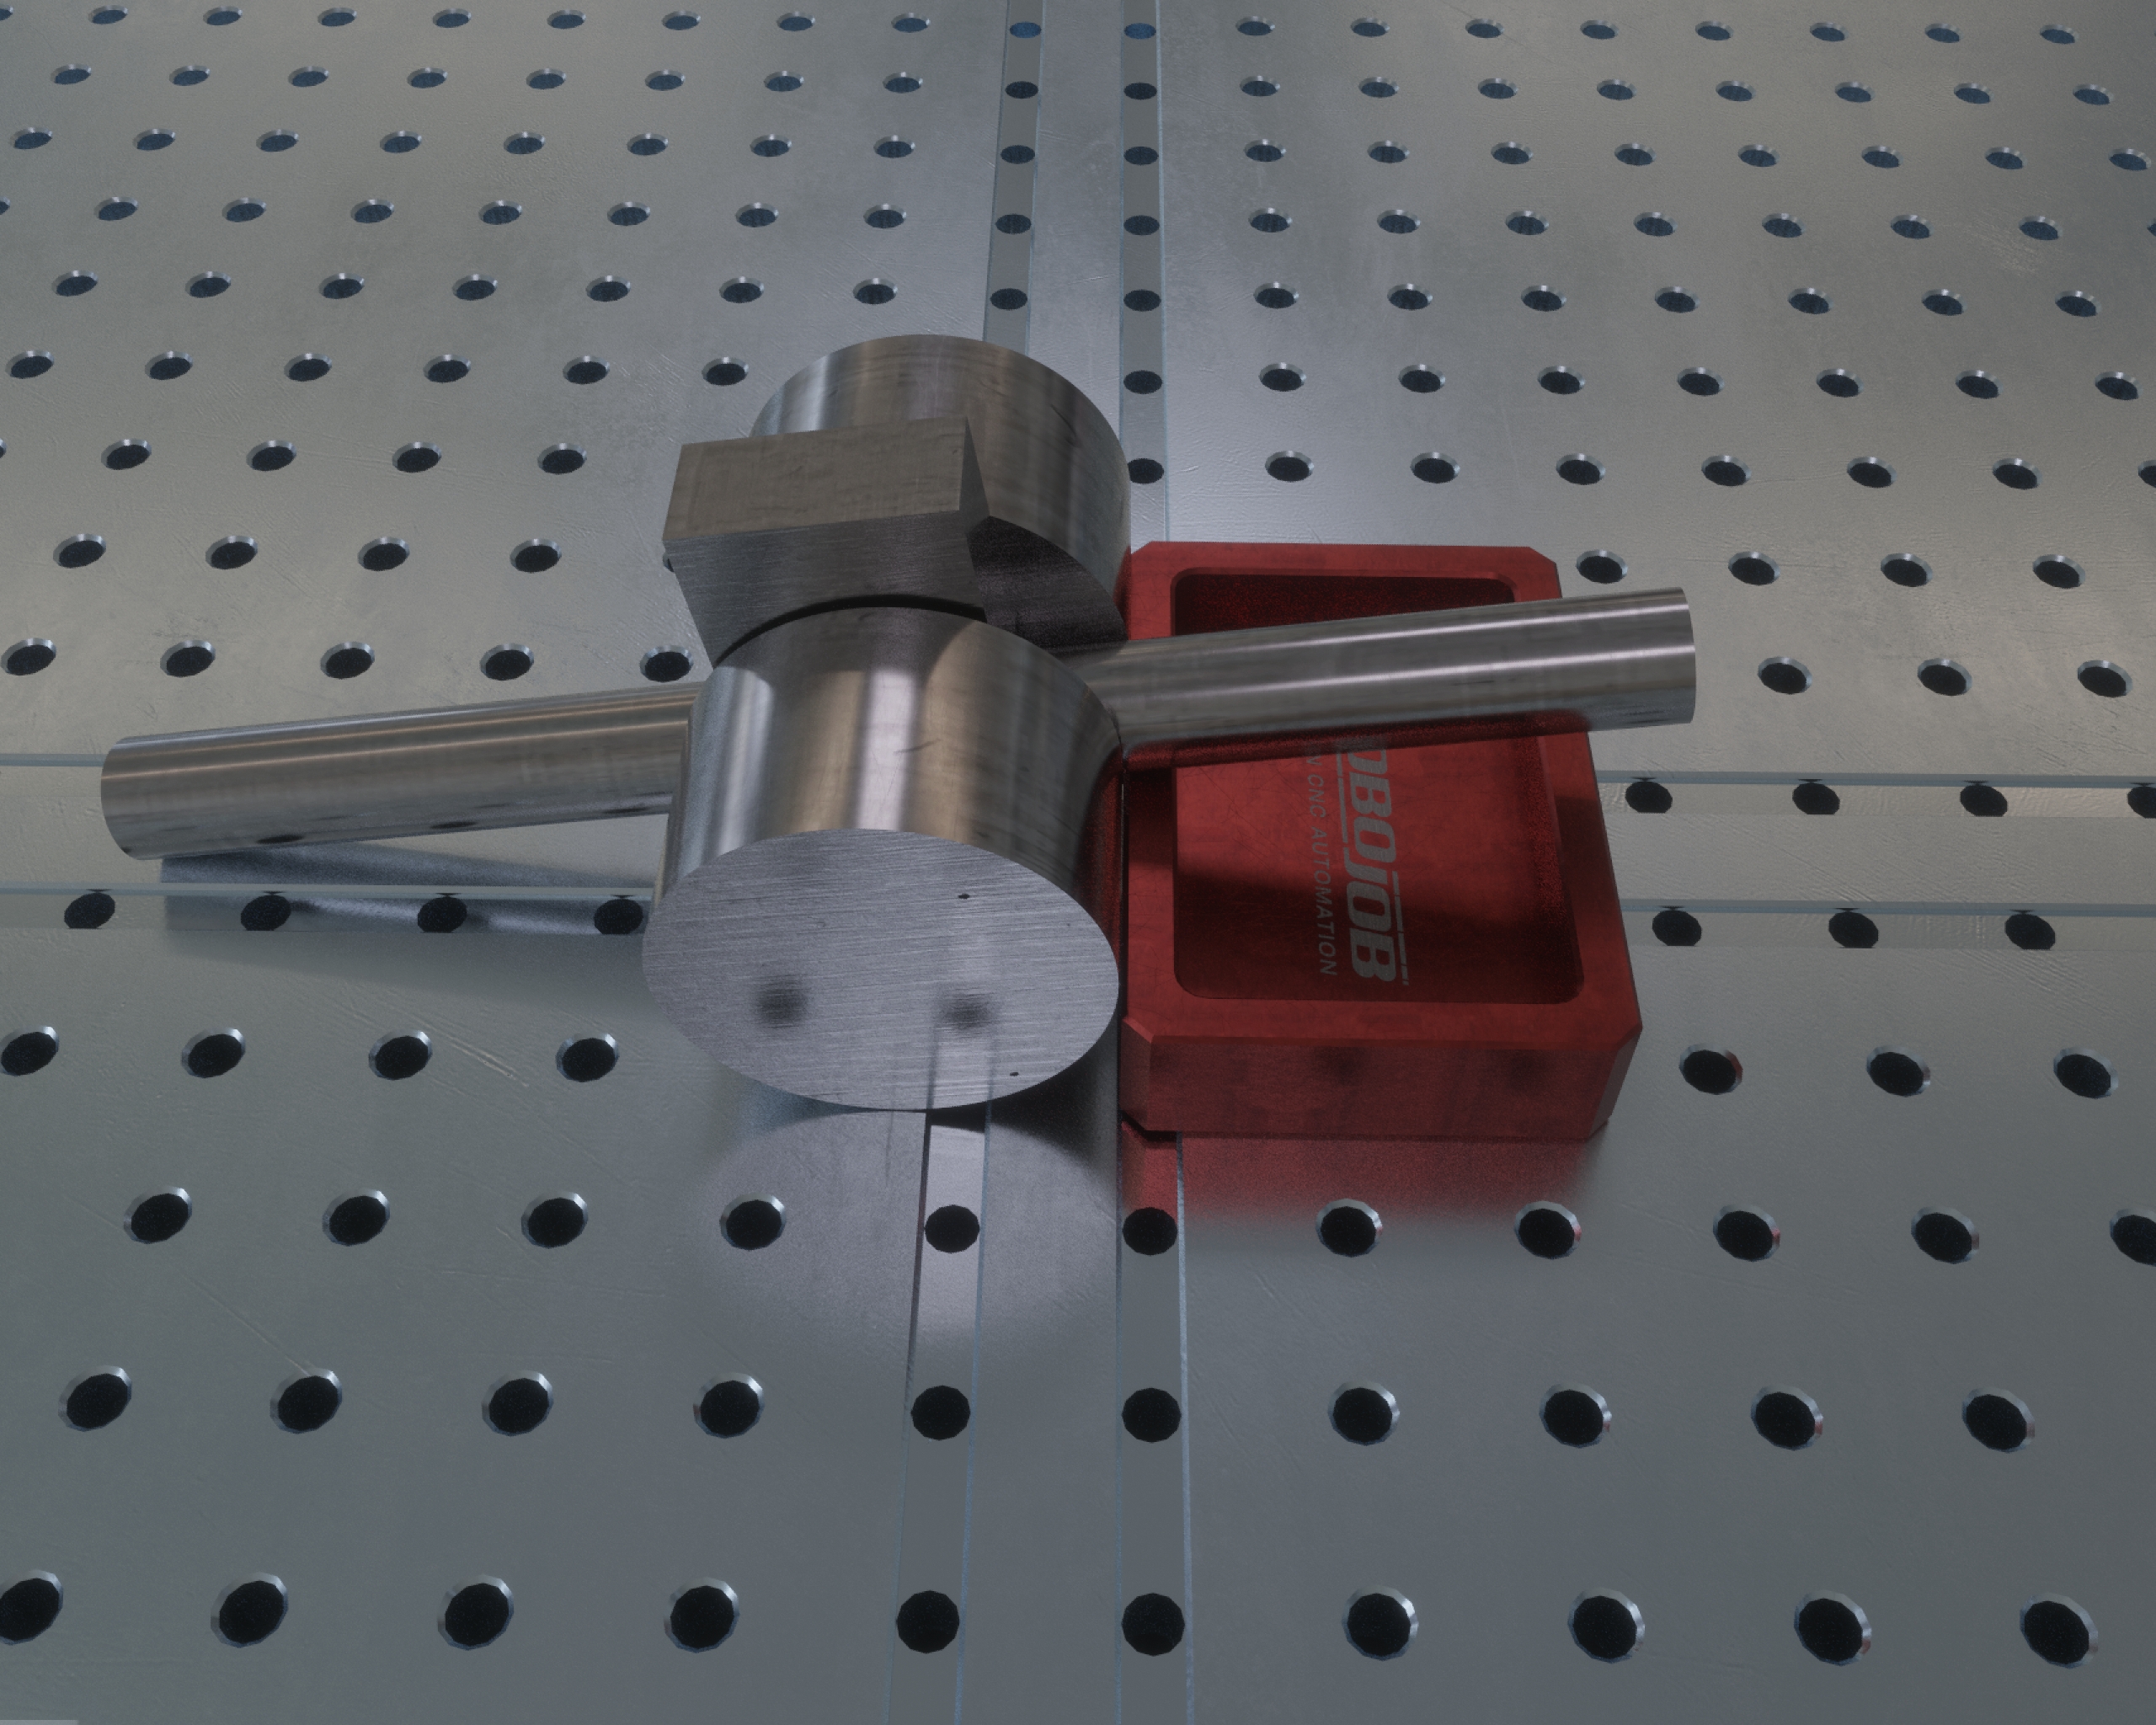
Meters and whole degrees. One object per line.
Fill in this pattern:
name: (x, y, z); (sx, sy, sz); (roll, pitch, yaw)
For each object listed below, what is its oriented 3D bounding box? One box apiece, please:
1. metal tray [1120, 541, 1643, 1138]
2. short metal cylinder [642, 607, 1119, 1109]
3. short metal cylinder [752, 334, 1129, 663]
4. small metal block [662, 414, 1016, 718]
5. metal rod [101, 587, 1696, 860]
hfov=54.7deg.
metal tray: (0.054, -0.009, 0.412); (0.091, 0.030, 0.130); (1, 50, 1)
short metal cylinder: (-0.033, 0.001, 0.370); (0.080, 0.080, 0.050); (1, 50, 1)
short metal cylinder: (-0.030, -0.058, 0.418); (0.081, 0.080, 0.050); (1, 50, 0)
small metal block: (-0.040, -0.049, 0.371); (0.050, 0.050, 0.025); (-5, 50, 7)
metal rod: (-0.039, -0.025, 0.398); (0.301, 0.025, 0.025); (-5, 50, 7)
